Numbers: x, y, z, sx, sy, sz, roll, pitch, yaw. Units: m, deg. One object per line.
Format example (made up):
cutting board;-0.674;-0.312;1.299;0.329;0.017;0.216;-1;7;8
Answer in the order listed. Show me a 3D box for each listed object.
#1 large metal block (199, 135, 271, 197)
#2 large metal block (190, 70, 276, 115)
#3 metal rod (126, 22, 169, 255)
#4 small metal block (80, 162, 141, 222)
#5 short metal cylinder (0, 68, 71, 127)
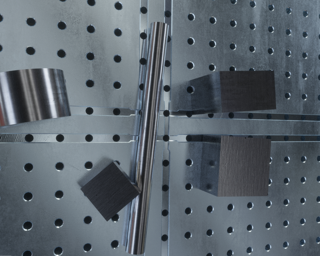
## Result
large metal block;0.106;0.052;0.440;0.081;0.050;0.080;4;89;-20
large metal block;0.096;-0.046;0.420;0.081;0.080;0.050;-5;92;-20
metal rod;-0.016;0.011;0.407;0.025;0.025;0.298;7;88;-20
small metal block;-0.059;0.076;0.379;0.050;0.025;0.050;-40;85;-4
short metal cylinder;-0.141;-0.031;0.332;0.081;0.080;0.050;-10;94;-20
